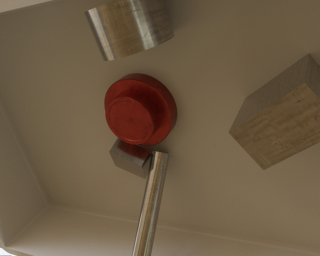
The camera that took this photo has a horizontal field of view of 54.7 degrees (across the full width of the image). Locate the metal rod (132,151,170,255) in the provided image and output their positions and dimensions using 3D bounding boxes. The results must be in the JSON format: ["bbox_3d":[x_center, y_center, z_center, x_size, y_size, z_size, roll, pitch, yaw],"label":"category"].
[{"bbox_3d":[-0.027,0.180,0.409,0.025,0.025,0.299,7,80,24],"label":"metal rod"}]

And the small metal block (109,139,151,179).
[{"bbox_3d":[-0.040,0.044,0.442,0.050,0.025,0.050,22,154,15],"label":"small metal block"}]

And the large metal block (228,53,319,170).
[{"bbox_3d":[0.122,-0.016,0.298,0.050,0.080,0.080,47,129,-5],"label":"large metal block"}]

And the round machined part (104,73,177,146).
[{"bbox_3d":[-0.031,-0.018,0.402,0.098,0.042,0.097,13,124,20],"label":"round machined part"}]

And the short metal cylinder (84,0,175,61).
[{"bbox_3d":[-0.031,-0.108,0.321,0.080,0.080,0.050,-6,115,30],"label":"short metal cylinder"}]
